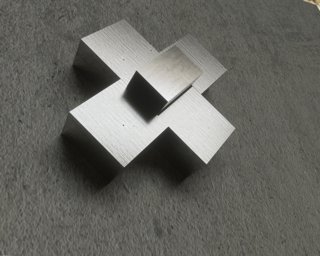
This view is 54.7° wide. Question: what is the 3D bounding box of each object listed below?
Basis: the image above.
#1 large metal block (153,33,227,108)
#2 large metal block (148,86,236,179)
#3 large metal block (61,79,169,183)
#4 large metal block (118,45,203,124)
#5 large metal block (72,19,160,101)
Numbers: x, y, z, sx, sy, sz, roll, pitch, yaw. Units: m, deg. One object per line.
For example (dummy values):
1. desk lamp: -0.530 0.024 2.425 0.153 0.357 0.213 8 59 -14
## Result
1. large metal block: 0.039 -0.083 0.462 0.080 0.050 0.080 45 51 3
2. large metal block: 0.039 0.005 0.408 0.080 0.050 0.080 45 51 3
3. large metal block: -0.052 0.002 0.360 0.080 0.050 0.080 45 51 3
4. large metal block: -0.002 -0.049 0.400 0.050 0.080 0.080 45 51 3
5. large metal block: -0.054 -0.088 0.414 0.080 0.050 0.080 45 51 3
